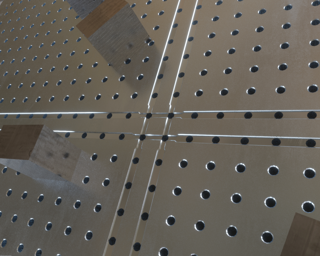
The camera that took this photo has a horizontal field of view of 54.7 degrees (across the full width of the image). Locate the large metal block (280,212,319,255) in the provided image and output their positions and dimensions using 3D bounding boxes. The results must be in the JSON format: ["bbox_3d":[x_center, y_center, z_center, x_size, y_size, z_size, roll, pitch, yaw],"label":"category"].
[{"bbox_3d":[0.138,0.112,0.232,0.080,0.080,0.050,16,71,34],"label":"large metal block"}]

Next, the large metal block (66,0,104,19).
[{"bbox_3d":[-0.150,-0.282,0.622,0.080,0.080,0.050,-25,53,13],"label":"large metal block"}]

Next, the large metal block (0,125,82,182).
[{"bbox_3d":[-0.175,0.036,0.440,0.080,0.080,0.050,0,62,28],"label":"large metal block"}]

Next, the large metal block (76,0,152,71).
[{"bbox_3d":[-0.073,-0.155,0.504,0.080,0.080,0.050,-42,51,-1],"label":"large metal block"}]
